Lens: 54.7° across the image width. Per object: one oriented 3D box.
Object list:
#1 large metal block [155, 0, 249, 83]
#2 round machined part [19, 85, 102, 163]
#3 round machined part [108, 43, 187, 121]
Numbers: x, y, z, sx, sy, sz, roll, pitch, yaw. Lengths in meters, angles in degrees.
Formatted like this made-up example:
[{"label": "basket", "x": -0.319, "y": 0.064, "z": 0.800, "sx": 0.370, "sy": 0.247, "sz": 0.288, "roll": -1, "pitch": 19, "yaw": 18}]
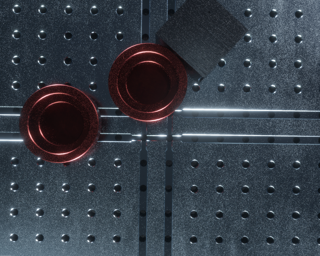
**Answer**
[{"label": "large metal block", "x": 0.051, "y": -0.117, "z": 0.401, "sx": 0.080, "sy": 0.050, "sz": 0.080, "roll": 43, "pitch": 90, "yaw": 0}, {"label": "round machined part", "x": -0.125, "y": -0.005, "z": 0.404, "sx": 0.099, "sy": 0.042, "sz": 0.097, "roll": 0, "pitch": 90, "yaw": 0}, {"label": "round machined part", "x": -0.015, "y": -0.057, "z": 0.405, "sx": 0.099, "sy": 0.042, "sz": 0.097, "roll": 0, "pitch": 90, "yaw": 0}]
